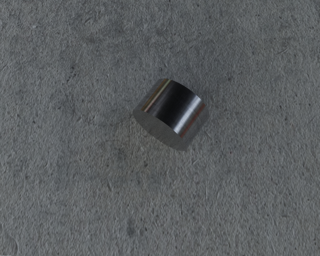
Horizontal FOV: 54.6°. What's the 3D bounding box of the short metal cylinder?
[{"bbox_3d":[0.013,-0.016,0.385,0.080,0.080,0.050,33,74,11],"label":"short metal cylinder"}]
